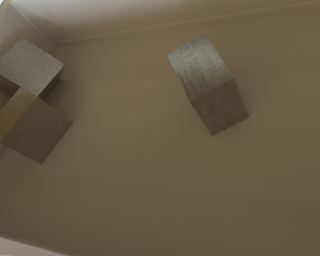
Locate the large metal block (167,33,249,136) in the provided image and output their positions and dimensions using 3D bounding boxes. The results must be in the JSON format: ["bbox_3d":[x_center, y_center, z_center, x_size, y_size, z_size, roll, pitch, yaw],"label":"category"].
[{"bbox_3d":[0.058,-0.050,0.370,0.050,0.080,0.080,-29,52,10],"label":"large metal block"}]

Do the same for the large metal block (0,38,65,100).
[{"bbox_3d":[-0.221,-0.090,0.521,0.050,0.080,0.080,-44,16,55],"label":"large metal block"}]

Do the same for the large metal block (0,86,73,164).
[{"bbox_3d":[-0.196,-0.003,0.472,0.050,0.080,0.080,27,77,36],"label":"large metal block"}]
